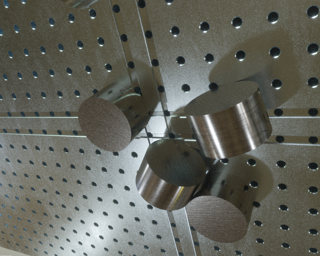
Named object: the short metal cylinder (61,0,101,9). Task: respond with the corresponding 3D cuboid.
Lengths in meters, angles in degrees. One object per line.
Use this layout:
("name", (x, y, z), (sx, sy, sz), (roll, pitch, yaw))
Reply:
("short metal cylinder", (-0.077, -0.169, 0.312), (0.050, 0.080, 0.080), (-14, 111, 34))

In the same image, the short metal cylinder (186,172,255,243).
("short metal cylinder", (0.082, 0.107, 0.418), (0.080, 0.050, 0.079), (13, 124, 21))

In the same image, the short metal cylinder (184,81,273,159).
("short metal cylinder", (0.072, -0.010, 0.331), (0.080, 0.080, 0.050), (-12, 113, 33))

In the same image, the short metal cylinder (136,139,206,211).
("short metal cylinder", (0.013, 0.060, 0.406), (0.080, 0.080, 0.050), (30, 128, 9))

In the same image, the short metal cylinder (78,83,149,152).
("short metal cylinder", (-0.062, -0.015, 0.419), (0.080, 0.050, 0.079), (13, 124, 21))
